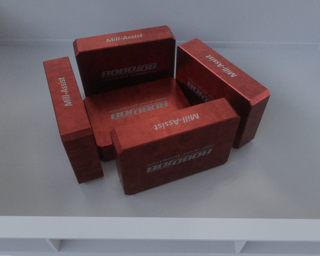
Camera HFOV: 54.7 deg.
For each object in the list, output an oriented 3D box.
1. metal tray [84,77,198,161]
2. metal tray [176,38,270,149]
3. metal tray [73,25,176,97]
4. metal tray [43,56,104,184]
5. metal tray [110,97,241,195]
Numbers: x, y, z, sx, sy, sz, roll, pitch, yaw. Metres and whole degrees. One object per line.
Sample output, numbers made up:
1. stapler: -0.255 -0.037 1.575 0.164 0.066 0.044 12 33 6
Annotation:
1. metal tray: -0.027 -0.016 0.411 0.131 0.030 0.090 -15 52 -13
2. metal tray: 0.072 -0.045 0.400 0.030 0.089 0.130 -30 56 -22
3. metal tray: -0.046 -0.088 0.433 0.131 0.089 0.030 -12 51 -11
4. metal tray: -0.103 -0.011 0.368 0.030 0.089 0.130 -17 52 -14
5. metal tray: 0.017 0.022 0.342 0.131 0.089 0.030 -16 52 -14
